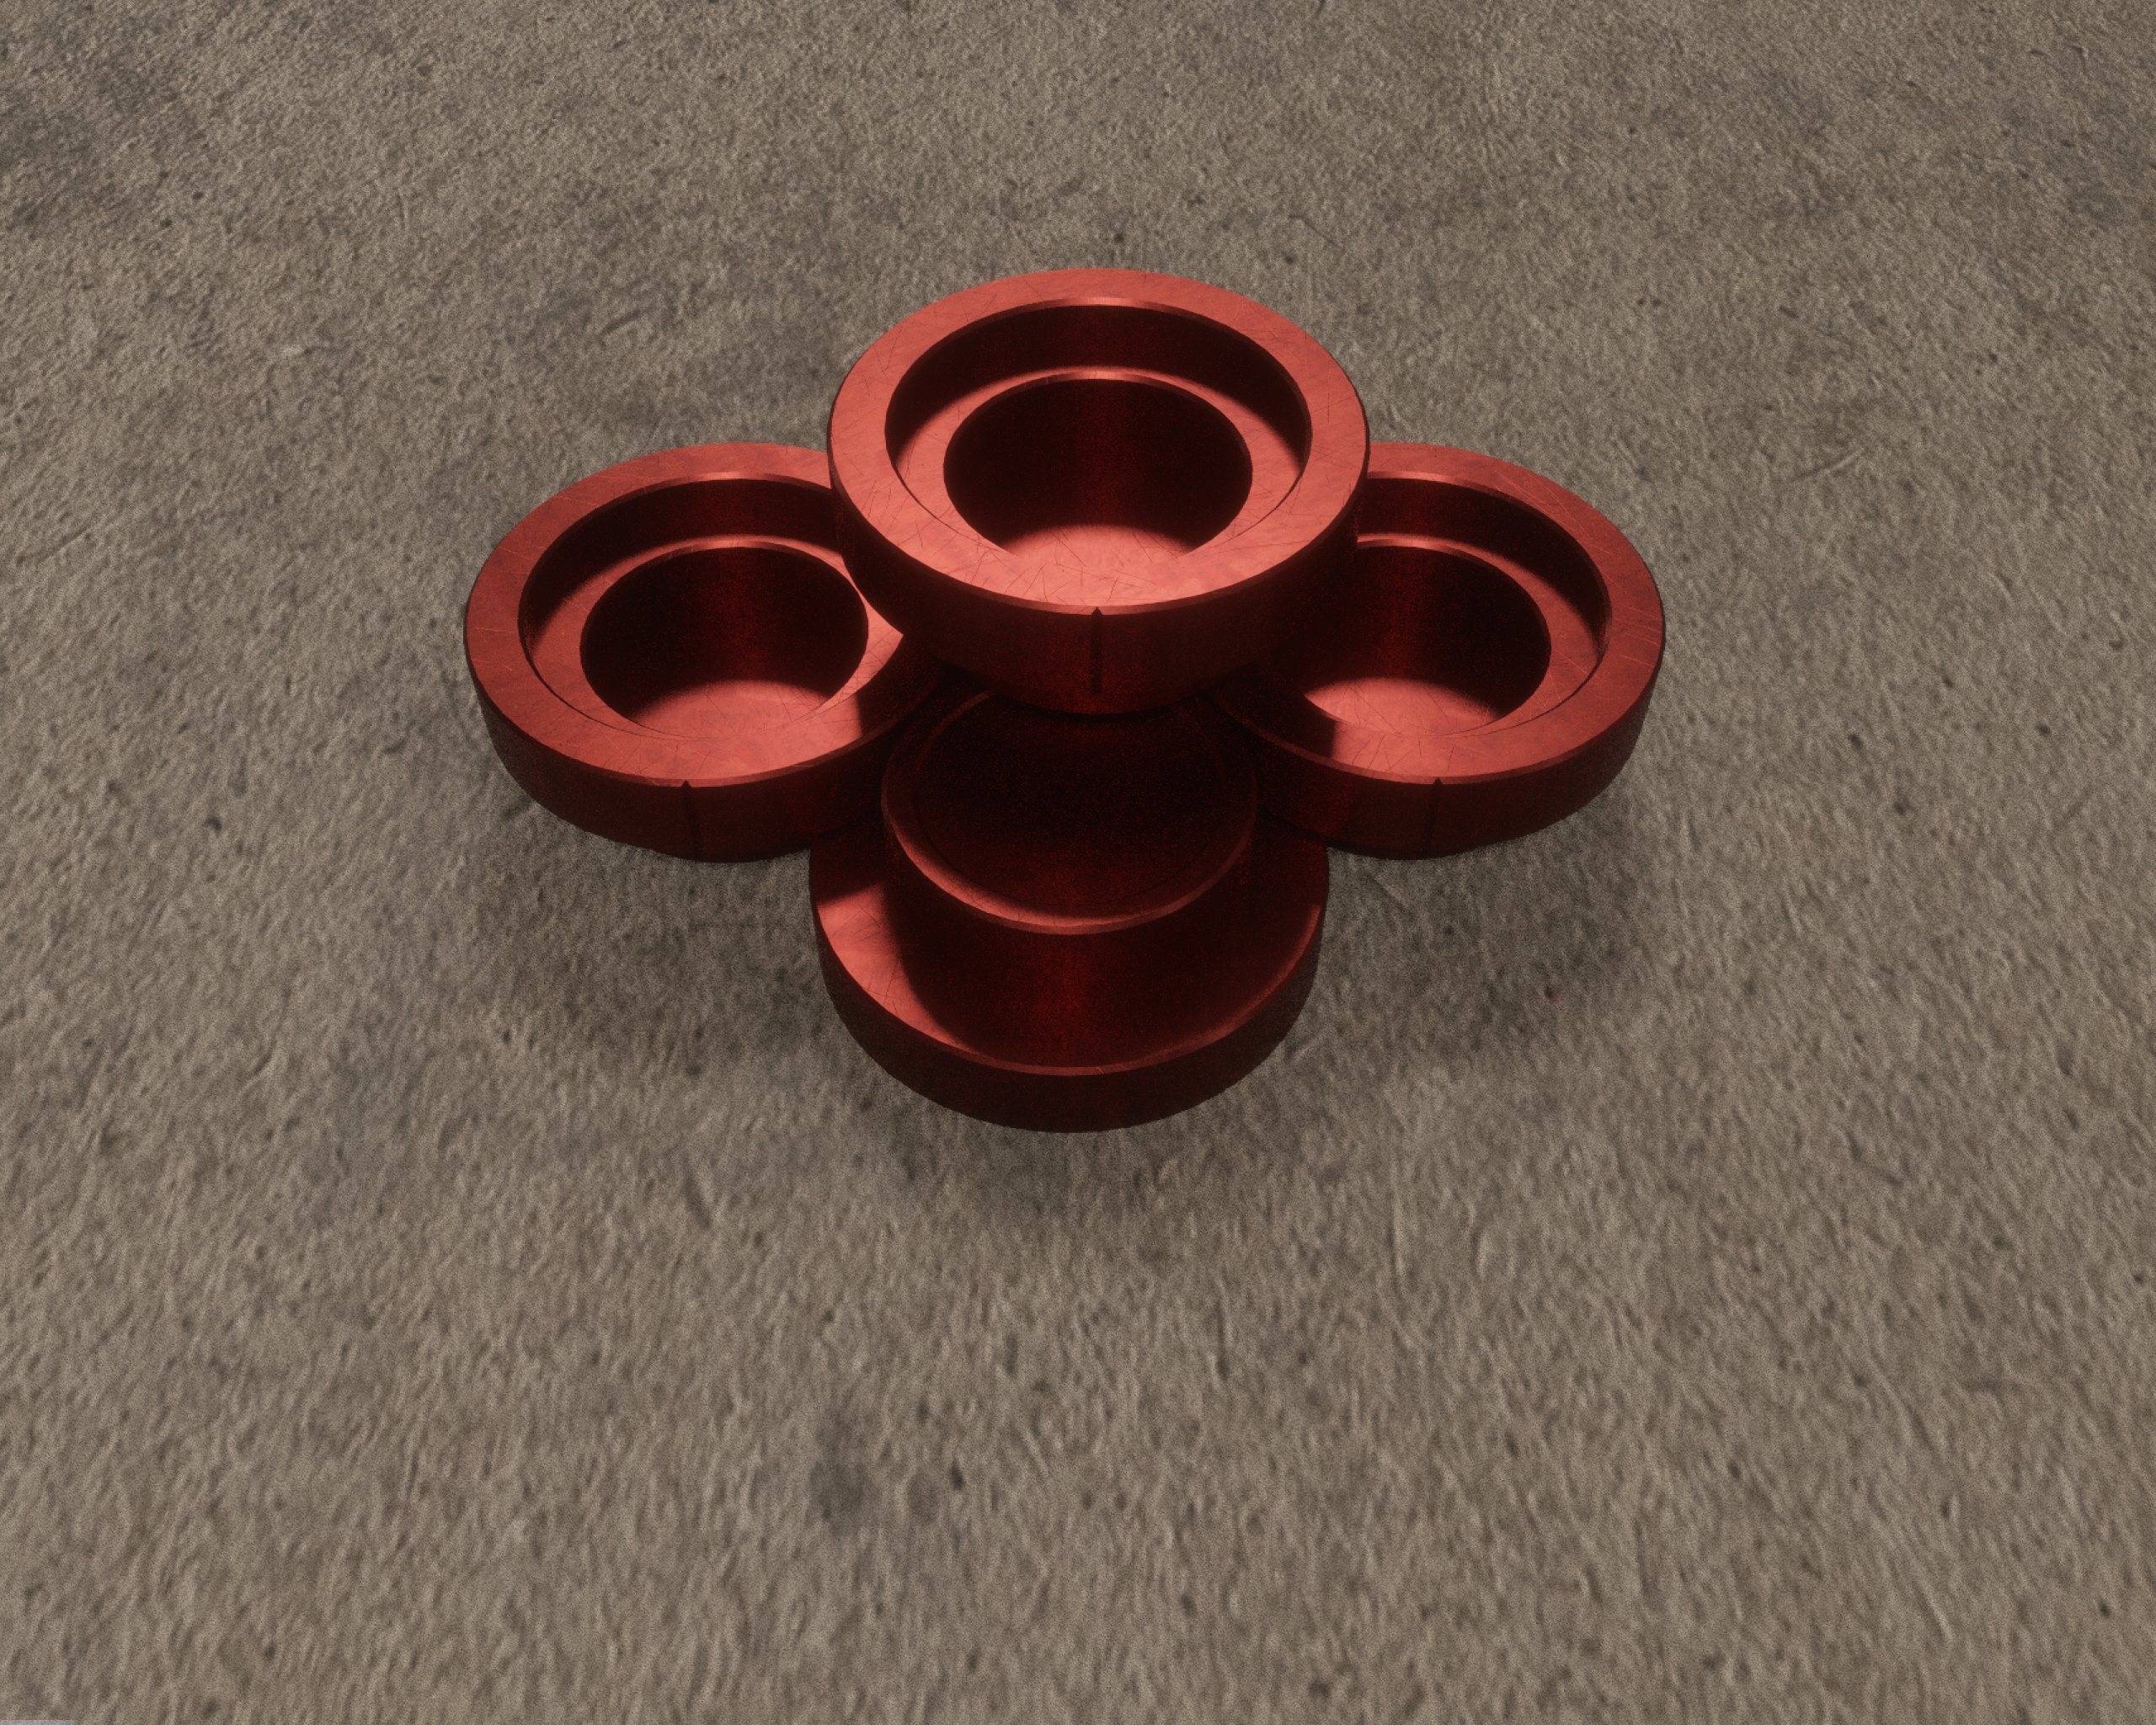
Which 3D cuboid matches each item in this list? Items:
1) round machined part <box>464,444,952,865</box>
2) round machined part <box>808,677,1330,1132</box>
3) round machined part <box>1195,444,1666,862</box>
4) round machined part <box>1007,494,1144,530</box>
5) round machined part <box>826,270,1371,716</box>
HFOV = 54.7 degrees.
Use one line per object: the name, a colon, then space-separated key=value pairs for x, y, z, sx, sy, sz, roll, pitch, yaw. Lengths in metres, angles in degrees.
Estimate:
round machined part: x=-0.070 y=-0.038 z=0.425 sx=0.099 sy=0.042 sz=0.098 roll=0 pitch=50 yaw=0
round machined part: x=-0.002 y=-0.001 z=0.394 sx=0.099 sy=0.042 sz=0.098 roll=0 pitch=50 yaw=0
round machined part: x=0.066 y=-0.039 z=0.427 sx=0.099 sy=0.042 sz=0.098 roll=0 pitch=50 yaw=0
round machined part: x=-0.001 y=-0.077 z=0.458 sx=0.099 sy=0.042 sz=0.098 roll=0 pitch=50 yaw=0
round machined part: x=0.004 y=-0.066 z=0.394 sx=0.099 sy=0.042 sz=0.098 roll=0 pitch=50 yaw=0
